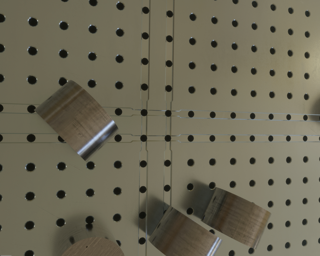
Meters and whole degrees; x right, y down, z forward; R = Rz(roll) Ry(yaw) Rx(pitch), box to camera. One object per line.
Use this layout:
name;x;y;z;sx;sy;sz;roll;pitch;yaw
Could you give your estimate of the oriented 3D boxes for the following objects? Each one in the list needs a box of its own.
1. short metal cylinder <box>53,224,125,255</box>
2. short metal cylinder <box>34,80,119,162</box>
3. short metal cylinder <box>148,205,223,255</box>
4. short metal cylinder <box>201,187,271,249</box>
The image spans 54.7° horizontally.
short metal cylinder;-0.085;0.161;0.368;0.081;0.050;0.079;0;90;-20
short metal cylinder;-0.093;-0.007;0.349;0.050;0.080;0.080;-45;104;-14
short metal cylinder;0.032;0.143;0.396;0.080;0.080;0.050;37;78;-17
short metal cylinder;0.103;0.121;0.421;0.080;0.080;0.050;30;80;-18
